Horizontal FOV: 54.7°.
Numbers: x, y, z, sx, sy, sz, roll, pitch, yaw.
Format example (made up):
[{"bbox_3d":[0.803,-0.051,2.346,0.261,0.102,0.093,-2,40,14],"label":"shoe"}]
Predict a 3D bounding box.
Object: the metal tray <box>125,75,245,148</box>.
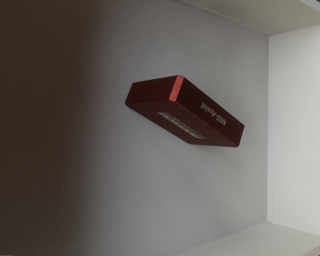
[{"bbox_3d":[0.033,-0.016,0.389,0.130,0.090,0.030,31,71,-37],"label":"metal tray"}]
